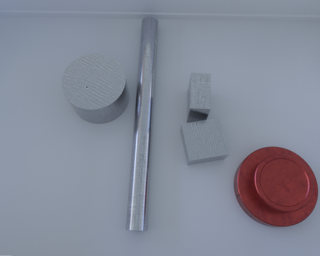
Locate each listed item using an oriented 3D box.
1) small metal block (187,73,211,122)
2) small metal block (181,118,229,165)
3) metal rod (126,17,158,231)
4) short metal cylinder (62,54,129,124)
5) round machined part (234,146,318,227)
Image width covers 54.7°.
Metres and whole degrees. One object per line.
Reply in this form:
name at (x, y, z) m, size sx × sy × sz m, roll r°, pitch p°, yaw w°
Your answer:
small metal block at (0.051, -0.039, 0.411) m, size 0.025 × 0.050 × 0.050 m, roll 3°, pitch 70°, yaw 1°
small metal block at (0.057, 0.018, 0.404) m, size 0.050 × 0.025 × 0.050 m, roll -9°, pitch 70°, yaw -4°
metal rod at (-0.021, -0.019, 0.416) m, size 0.025 × 0.025 × 0.299 m, roll 2°, pitch 70°, yaw 0°
short metal cylinder at (-0.084, -0.052, 0.414) m, size 0.081 × 0.050 × 0.080 m, roll 0°, pitch 70°, yaw 0°
round machined part at (0.144, 0.069, 0.377) m, size 0.099 × 0.042 × 0.098 m, roll 0°, pitch 70°, yaw -1°
